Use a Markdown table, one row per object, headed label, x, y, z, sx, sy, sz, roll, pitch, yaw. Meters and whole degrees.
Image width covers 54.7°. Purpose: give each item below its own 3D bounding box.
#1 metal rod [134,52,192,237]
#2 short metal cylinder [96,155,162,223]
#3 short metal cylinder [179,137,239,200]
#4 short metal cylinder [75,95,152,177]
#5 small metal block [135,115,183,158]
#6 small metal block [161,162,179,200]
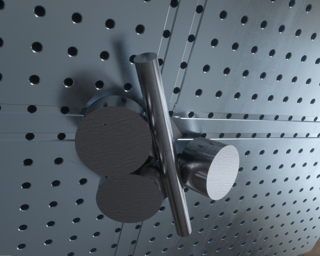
| label | x | y | z | sx | sy | sz | roll | pitch | yaw |
| --- | --- | --- | --- | --- | --- | --- | --- | --- | --- |
| metal rod | 0.012 | 0.045 | 0.408 | 0.025 | 0.025 | 0.298 | -23 | 127 | -14 |
| short metal cylinder | -0.038 | 0.075 | 0.399 | 0.081 | 0.050 | 0.079 | -1 | 120 | -2 |
| short metal cylinder | 0.071 | 0.057 | 0.448 | 0.081 | 0.050 | 0.079 | -18 | 115 | -43 |
| short metal cylinder | -0.051 | 0.008 | 0.349 | 0.081 | 0.050 | 0.079 | -2 | 109 | -6 |
| small metal block | -0.006 | 0.004 | 0.406 | 0.050 | 0.025 | 0.050 | -37 | 129 | -4 |
| small metal block | 0.010 | 0.071 | 0.456 | 0.050 | 0.025 | 0.050 | -35 | 129 | -5 |
